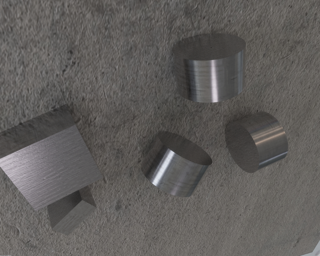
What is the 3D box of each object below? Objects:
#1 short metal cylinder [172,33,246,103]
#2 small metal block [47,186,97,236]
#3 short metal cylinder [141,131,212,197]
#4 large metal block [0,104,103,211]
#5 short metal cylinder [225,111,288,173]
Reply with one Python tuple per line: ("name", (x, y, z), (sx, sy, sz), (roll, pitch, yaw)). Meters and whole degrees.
("short metal cylinder", (0.057, -0.071, 0.358), (0.081, 0.080, 0.050), (-21, 126, -16))
("small metal block", (-0.112, 0.096, 0.389), (0.050, 0.050, 0.025), (-44, 129, 2))
("short metal cylinder", (0.022, 0.046, 0.412), (0.081, 0.080, 0.050), (16, 110, -35))
("large metal block", (-0.121, 0.032, 0.344), (0.080, 0.050, 0.080), (-26, 128, -12))
("short metal cylinder", (0.142, 0.021, 0.461), (0.050, 0.080, 0.079), (-20, 126, -17))
